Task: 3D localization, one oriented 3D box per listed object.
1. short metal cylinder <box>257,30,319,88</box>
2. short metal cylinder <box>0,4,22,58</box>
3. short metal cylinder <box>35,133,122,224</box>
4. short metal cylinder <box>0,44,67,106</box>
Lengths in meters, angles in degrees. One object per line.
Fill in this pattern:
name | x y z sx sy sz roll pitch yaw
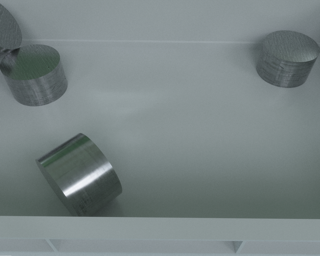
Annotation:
short metal cylinder | 0.197 -0.108 0.482 0.081 0.050 0.080 0 50 0
short metal cylinder | -0.247 -0.137 0.438 0.050 0.080 0.080 -22 47 20
short metal cylinder | -0.085 0.052 0.325 0.050 0.080 0.080 -35 59 -26
short metal cylinder | -0.181 -0.077 0.452 0.081 0.050 0.080 1 50 0
